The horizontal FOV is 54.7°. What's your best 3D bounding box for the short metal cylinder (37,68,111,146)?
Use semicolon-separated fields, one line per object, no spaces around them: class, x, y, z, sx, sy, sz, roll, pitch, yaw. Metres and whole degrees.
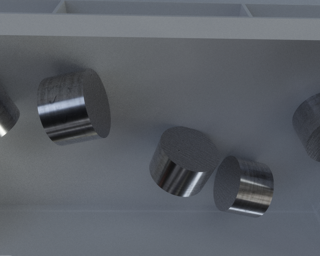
short metal cylinder;-0.094;-0.023;0.352;0.050;0.080;0.080;-11;130;8

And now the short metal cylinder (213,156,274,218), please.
short metal cylinder;0.118;0.084;0.447;0.050;0.080;0.079;14;129;-12

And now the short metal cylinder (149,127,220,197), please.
short metal cylinder;0.031;0.043;0.411;0.081;0.080;0.050;13;129;-12

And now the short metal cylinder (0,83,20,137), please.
short metal cylinder;-0.212;-0.020;0.353;0.080;0.080;0.050;-11;129;9

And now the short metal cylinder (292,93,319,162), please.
short metal cylinder;0.219;-0.001;0.395;0.081;0.050;0.079;0;130;0
